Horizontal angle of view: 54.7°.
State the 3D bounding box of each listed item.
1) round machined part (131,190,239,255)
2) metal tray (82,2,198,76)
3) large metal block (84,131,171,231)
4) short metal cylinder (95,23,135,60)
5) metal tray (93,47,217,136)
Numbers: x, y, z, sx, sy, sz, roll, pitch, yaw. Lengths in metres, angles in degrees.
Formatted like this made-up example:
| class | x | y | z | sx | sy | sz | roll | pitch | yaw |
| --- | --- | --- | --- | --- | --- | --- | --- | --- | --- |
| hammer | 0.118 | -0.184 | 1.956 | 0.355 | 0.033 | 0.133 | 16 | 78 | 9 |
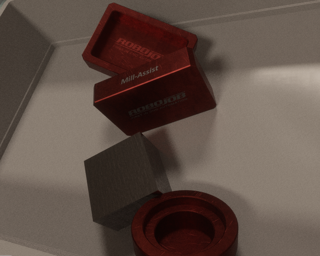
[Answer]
| class | x | y | z | sx | sy | sz | roll | pitch | yaw |
| --- | --- | --- | --- | --- | --- | --- | --- | --- | --- |
| round machined part | 0.024 | 0.106 | 0.296 | 0.099 | 0.042 | 0.098 | -4 | 25 | 2 |
| metal tray | -0.026 | -0.103 | 0.419 | 0.130 | 0.030 | 0.090 | 24 | 81 | 7 |
| large metal block | -0.037 | 0.064 | 0.369 | 0.080 | 0.050 | 0.080 | -28 | 52 | 10 |
| short metal cylinder | -0.054 | -0.140 | 0.483 | 0.050 | 0.080 | 0.080 | -49 | 52 | -6 |
| metal tray | -0.005 | -0.040 | 0.389 | 0.130 | 0.090 | 0.030 | -19 | 55 | 17 |
